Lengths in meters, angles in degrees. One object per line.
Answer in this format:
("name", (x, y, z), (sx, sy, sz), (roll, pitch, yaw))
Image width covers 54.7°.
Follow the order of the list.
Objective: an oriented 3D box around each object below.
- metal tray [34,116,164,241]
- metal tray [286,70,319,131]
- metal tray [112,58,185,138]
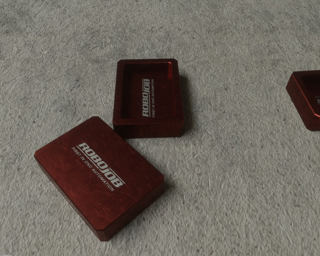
("metal tray", (-0.070, 0.051, 0.356), (0.091, 0.030, 0.130), (-36, 59, -26))
("metal tray", (0.259, -0.044, 0.437), (0.131, 0.030, 0.090), (-4, 50, -4))
("metal tray", (-0.016, -0.046, 0.437), (0.091, 0.030, 0.130), (-2, 50, -2))
